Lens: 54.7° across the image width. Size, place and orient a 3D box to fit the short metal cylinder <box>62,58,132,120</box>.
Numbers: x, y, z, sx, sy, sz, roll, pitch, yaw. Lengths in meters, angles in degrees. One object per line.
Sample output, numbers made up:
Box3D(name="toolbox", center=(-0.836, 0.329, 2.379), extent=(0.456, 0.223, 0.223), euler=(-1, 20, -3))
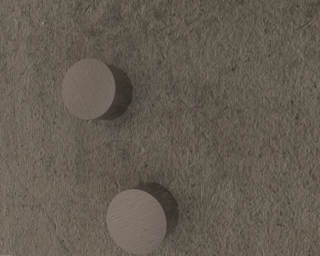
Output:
Box3D(name="short metal cylinder", center=(-0.085, -0.051, 0.426), extent=(0.080, 0.050, 0.080), euler=(0, 90, 20))

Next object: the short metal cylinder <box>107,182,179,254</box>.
Box3D(name="short metal cylinder", center=(-0.021, 0.115, 0.403), extent=(0.080, 0.050, 0.080), euler=(0, 90, 20))
